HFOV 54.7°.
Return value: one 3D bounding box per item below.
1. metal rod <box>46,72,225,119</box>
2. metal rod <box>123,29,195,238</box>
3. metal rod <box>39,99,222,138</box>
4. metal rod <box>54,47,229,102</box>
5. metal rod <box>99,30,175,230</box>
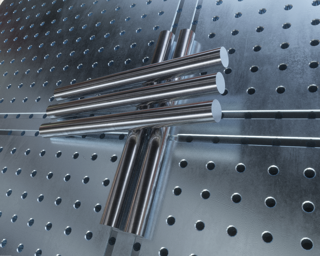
[{"bbox_3d":[-0.055,-0.039,0.433,0.300,0.025,0.025,-6,59,34],"label":"metal rod"},{"bbox_3d":[0.006,-0.011,0.411,0.025,0.025,0.300,1,62,28],"label":"metal rod"},{"bbox_3d":[-0.062,-0.007,0.416,0.300,0.025,0.025,-5,59,35],"label":"metal rod"},{"bbox_3d":[-0.048,-0.070,0.448,0.300,0.025,0.025,-6,59,34],"label":"metal rod"},{"bbox_3d":[-0.024,-0.014,0.428,0.025,0.025,0.300,1,62,28],"label":"metal rod"}]
